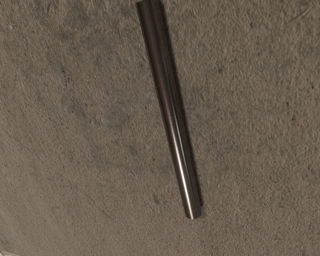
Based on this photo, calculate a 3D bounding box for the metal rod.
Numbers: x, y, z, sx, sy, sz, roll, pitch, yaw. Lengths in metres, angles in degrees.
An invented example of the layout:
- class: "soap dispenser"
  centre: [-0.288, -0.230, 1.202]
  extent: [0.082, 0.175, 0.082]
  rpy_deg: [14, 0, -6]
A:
- class: "metal rod"
  centre: [0.018, -0.005, 0.393]
  extent: [0.025, 0.025, 0.298]
  rpy_deg: [1, 119, 27]
